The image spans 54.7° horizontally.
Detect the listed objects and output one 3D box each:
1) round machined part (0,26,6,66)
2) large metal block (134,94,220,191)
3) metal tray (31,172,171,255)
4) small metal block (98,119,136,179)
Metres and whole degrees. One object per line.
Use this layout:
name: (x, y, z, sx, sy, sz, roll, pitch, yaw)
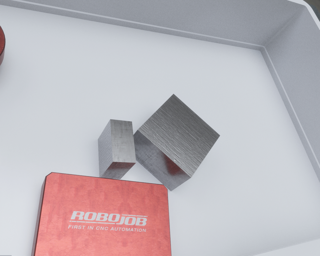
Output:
round machined part: (-0.220, -0.086, 0.328, 0.099, 0.042, 0.098, 15, 55, -22)
large metal block: (0.015, 0.017, 0.389, 0.080, 0.050, 0.080, 42, 51, 0)
metal tray: (-0.055, 0.099, 0.314, 0.131, 0.030, 0.090, 11, 57, -23)
small metal block: (-0.050, 0.025, 0.349, 0.025, 0.050, 0.050, 6, 59, -26)
